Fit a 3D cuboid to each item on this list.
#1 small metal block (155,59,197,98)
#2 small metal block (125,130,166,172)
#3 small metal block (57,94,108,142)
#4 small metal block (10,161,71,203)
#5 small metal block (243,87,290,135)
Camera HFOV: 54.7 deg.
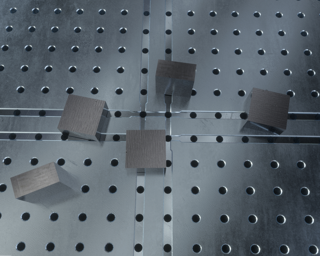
[{"bbox_3d":[0.021,-0.066,0.423,0.050,0.050,0.025,8,70,2],"label":"small metal block"},{"bbox_3d":[-0.018,0.030,0.401,0.050,0.025,0.050,-1,70,-1],"label":"small metal block"},{"bbox_3d":[-0.102,-0.014,0.415,0.050,0.025,0.050,11,70,3],"label":"small metal block"},{"bbox_3d":[-0.141,0.067,0.372,0.050,0.050,0.025,-21,72,-8],"label":"small metal block"},{"bbox_3d":[0.145,-0.022,0.422,0.050,0.025,0.050,14,70,4],"label":"small metal block"}]
